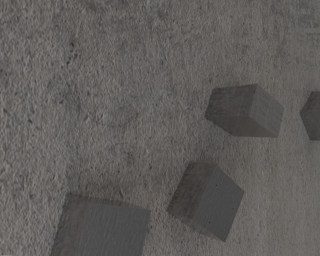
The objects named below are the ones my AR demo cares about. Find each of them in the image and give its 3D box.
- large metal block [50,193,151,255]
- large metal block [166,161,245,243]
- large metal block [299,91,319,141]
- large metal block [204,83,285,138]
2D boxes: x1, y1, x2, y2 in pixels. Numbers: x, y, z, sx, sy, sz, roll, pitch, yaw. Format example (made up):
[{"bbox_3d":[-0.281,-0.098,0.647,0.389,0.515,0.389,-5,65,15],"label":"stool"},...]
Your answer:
[{"bbox_3d":[-0.064,0.120,0.335,0.080,0.050,0.080,20,77,-38],"label":"large metal block"},{"bbox_3d":[0.067,0.105,0.445,0.080,0.050,0.080,42,64,-32],"label":"large metal block"},{"bbox_3d":[0.364,-0.028,0.693,0.080,0.050,0.080,-47,118,-30],"label":"large metal block"},{"bbox_3d":[0.130,-0.024,0.478,0.080,0.080,0.050,29,72,-37],"label":"large metal block"}]
